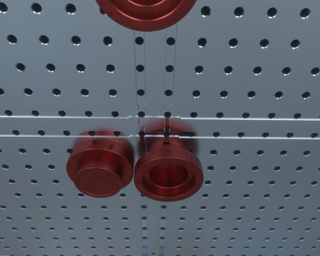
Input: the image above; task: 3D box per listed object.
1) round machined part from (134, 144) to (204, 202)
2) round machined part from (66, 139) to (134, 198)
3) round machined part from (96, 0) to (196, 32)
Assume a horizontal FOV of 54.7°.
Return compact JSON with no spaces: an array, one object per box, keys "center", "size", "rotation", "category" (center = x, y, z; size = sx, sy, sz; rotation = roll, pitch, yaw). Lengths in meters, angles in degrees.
[{"center":[0.012,0.062,0.453],"size":[0.099,0.042,0.097],"rotation":[-1,130,0],"category":"round machined part"},{"center":[-0.088,0.066,0.455],"size":[0.099,0.042,0.097],"rotation":[-1,130,0],"category":"round machined part"},{"center":[-0.013,-0.142,0.279],"size":[0.099,0.042,0.097],"rotation":[-1,130,0],"category":"round machined part"}]
